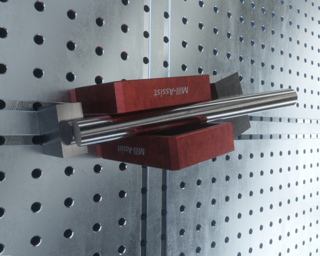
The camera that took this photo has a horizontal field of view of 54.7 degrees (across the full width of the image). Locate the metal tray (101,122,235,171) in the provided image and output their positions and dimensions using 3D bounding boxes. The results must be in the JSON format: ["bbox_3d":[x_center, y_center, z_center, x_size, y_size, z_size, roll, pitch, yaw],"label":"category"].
[{"bbox_3d":[0.004,0.015,0.346,0.091,0.130,0.030,-13,99,-40],"label":"metal tray"}]

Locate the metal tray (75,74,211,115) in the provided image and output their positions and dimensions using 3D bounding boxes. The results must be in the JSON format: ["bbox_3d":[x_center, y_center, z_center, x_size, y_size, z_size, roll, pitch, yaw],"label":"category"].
[{"bbox_3d":[-0.017,-0.039,0.353,0.131,0.090,0.030,-12,99,-40],"label":"metal tray"}]

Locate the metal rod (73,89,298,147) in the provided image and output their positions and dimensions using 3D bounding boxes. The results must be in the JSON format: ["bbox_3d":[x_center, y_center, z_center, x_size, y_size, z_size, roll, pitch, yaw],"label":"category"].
[{"bbox_3d":[0.053,-0.019,0.357,0.303,0.025,0.025,-11,97,-30],"label":"metal rod"}]

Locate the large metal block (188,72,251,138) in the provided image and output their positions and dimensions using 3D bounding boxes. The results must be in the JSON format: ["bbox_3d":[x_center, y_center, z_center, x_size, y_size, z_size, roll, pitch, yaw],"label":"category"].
[{"bbox_3d":[0.070,-0.028,0.433,0.050,0.080,0.080,-29,108,-37],"label":"large metal block"}]

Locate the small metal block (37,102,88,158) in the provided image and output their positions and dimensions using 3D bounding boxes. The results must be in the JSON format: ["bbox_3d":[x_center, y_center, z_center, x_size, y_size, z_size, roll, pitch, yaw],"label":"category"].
[{"bbox_3d":[-0.099,0.001,0.311,0.025,0.050,0.050,-11,97,-40],"label":"small metal block"}]
